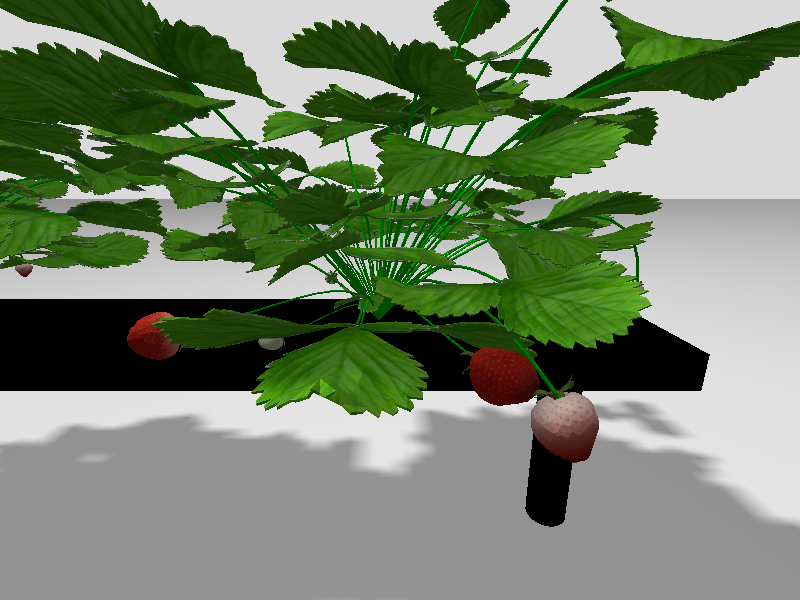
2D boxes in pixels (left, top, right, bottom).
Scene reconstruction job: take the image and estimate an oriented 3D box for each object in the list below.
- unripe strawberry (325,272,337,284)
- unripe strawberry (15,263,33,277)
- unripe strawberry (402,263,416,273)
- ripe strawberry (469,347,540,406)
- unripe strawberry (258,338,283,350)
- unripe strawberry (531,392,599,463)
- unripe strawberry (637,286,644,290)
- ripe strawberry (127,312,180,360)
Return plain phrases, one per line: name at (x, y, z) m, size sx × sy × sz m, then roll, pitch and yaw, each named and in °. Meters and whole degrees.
unripe strawberry at (-0.087, -0.027, 0.501) m, size 0.015 × 0.015 × 0.016 m, roll -8°, pitch -1°, yaw -25°
unripe strawberry at (-0.512, -0.041, 0.545) m, size 0.018 × 0.019 × 0.019 m, roll -4°, pitch 16°, yaw -12°
unripe strawberry at (0.013, -0.046, 0.556) m, size 0.021 × 0.018 × 0.021 m, roll 3°, pitch -16°, yaw 9°
ripe strawberry at (0.059, 0.042, 0.222) m, size 0.038 × 0.033 × 0.038 m, roll -8°, pitch 19°, yaw -27°
unripe strawberry at (-0.096, 0.030, 0.296) m, size 0.016 × 0.016 × 0.017 m, roll -16°, pitch 22°, yaw -42°
unripe strawberry at (0.077, 0.059, 0.184) m, size 0.028 × 0.030 × 0.030 m, roll -8°, pitch -16°, yaw -26°
unripe strawberry at (0.228, -0.008, 0.392) m, size 0.015 × 0.018 × 0.018 m, roll -2°, pitch 16°, yaw -6°
ripe strawberry at (-0.172, 0.026, 0.281) m, size 0.032 × 0.033 × 0.029 m, roll -10°, pitch 19°, yaw -28°
